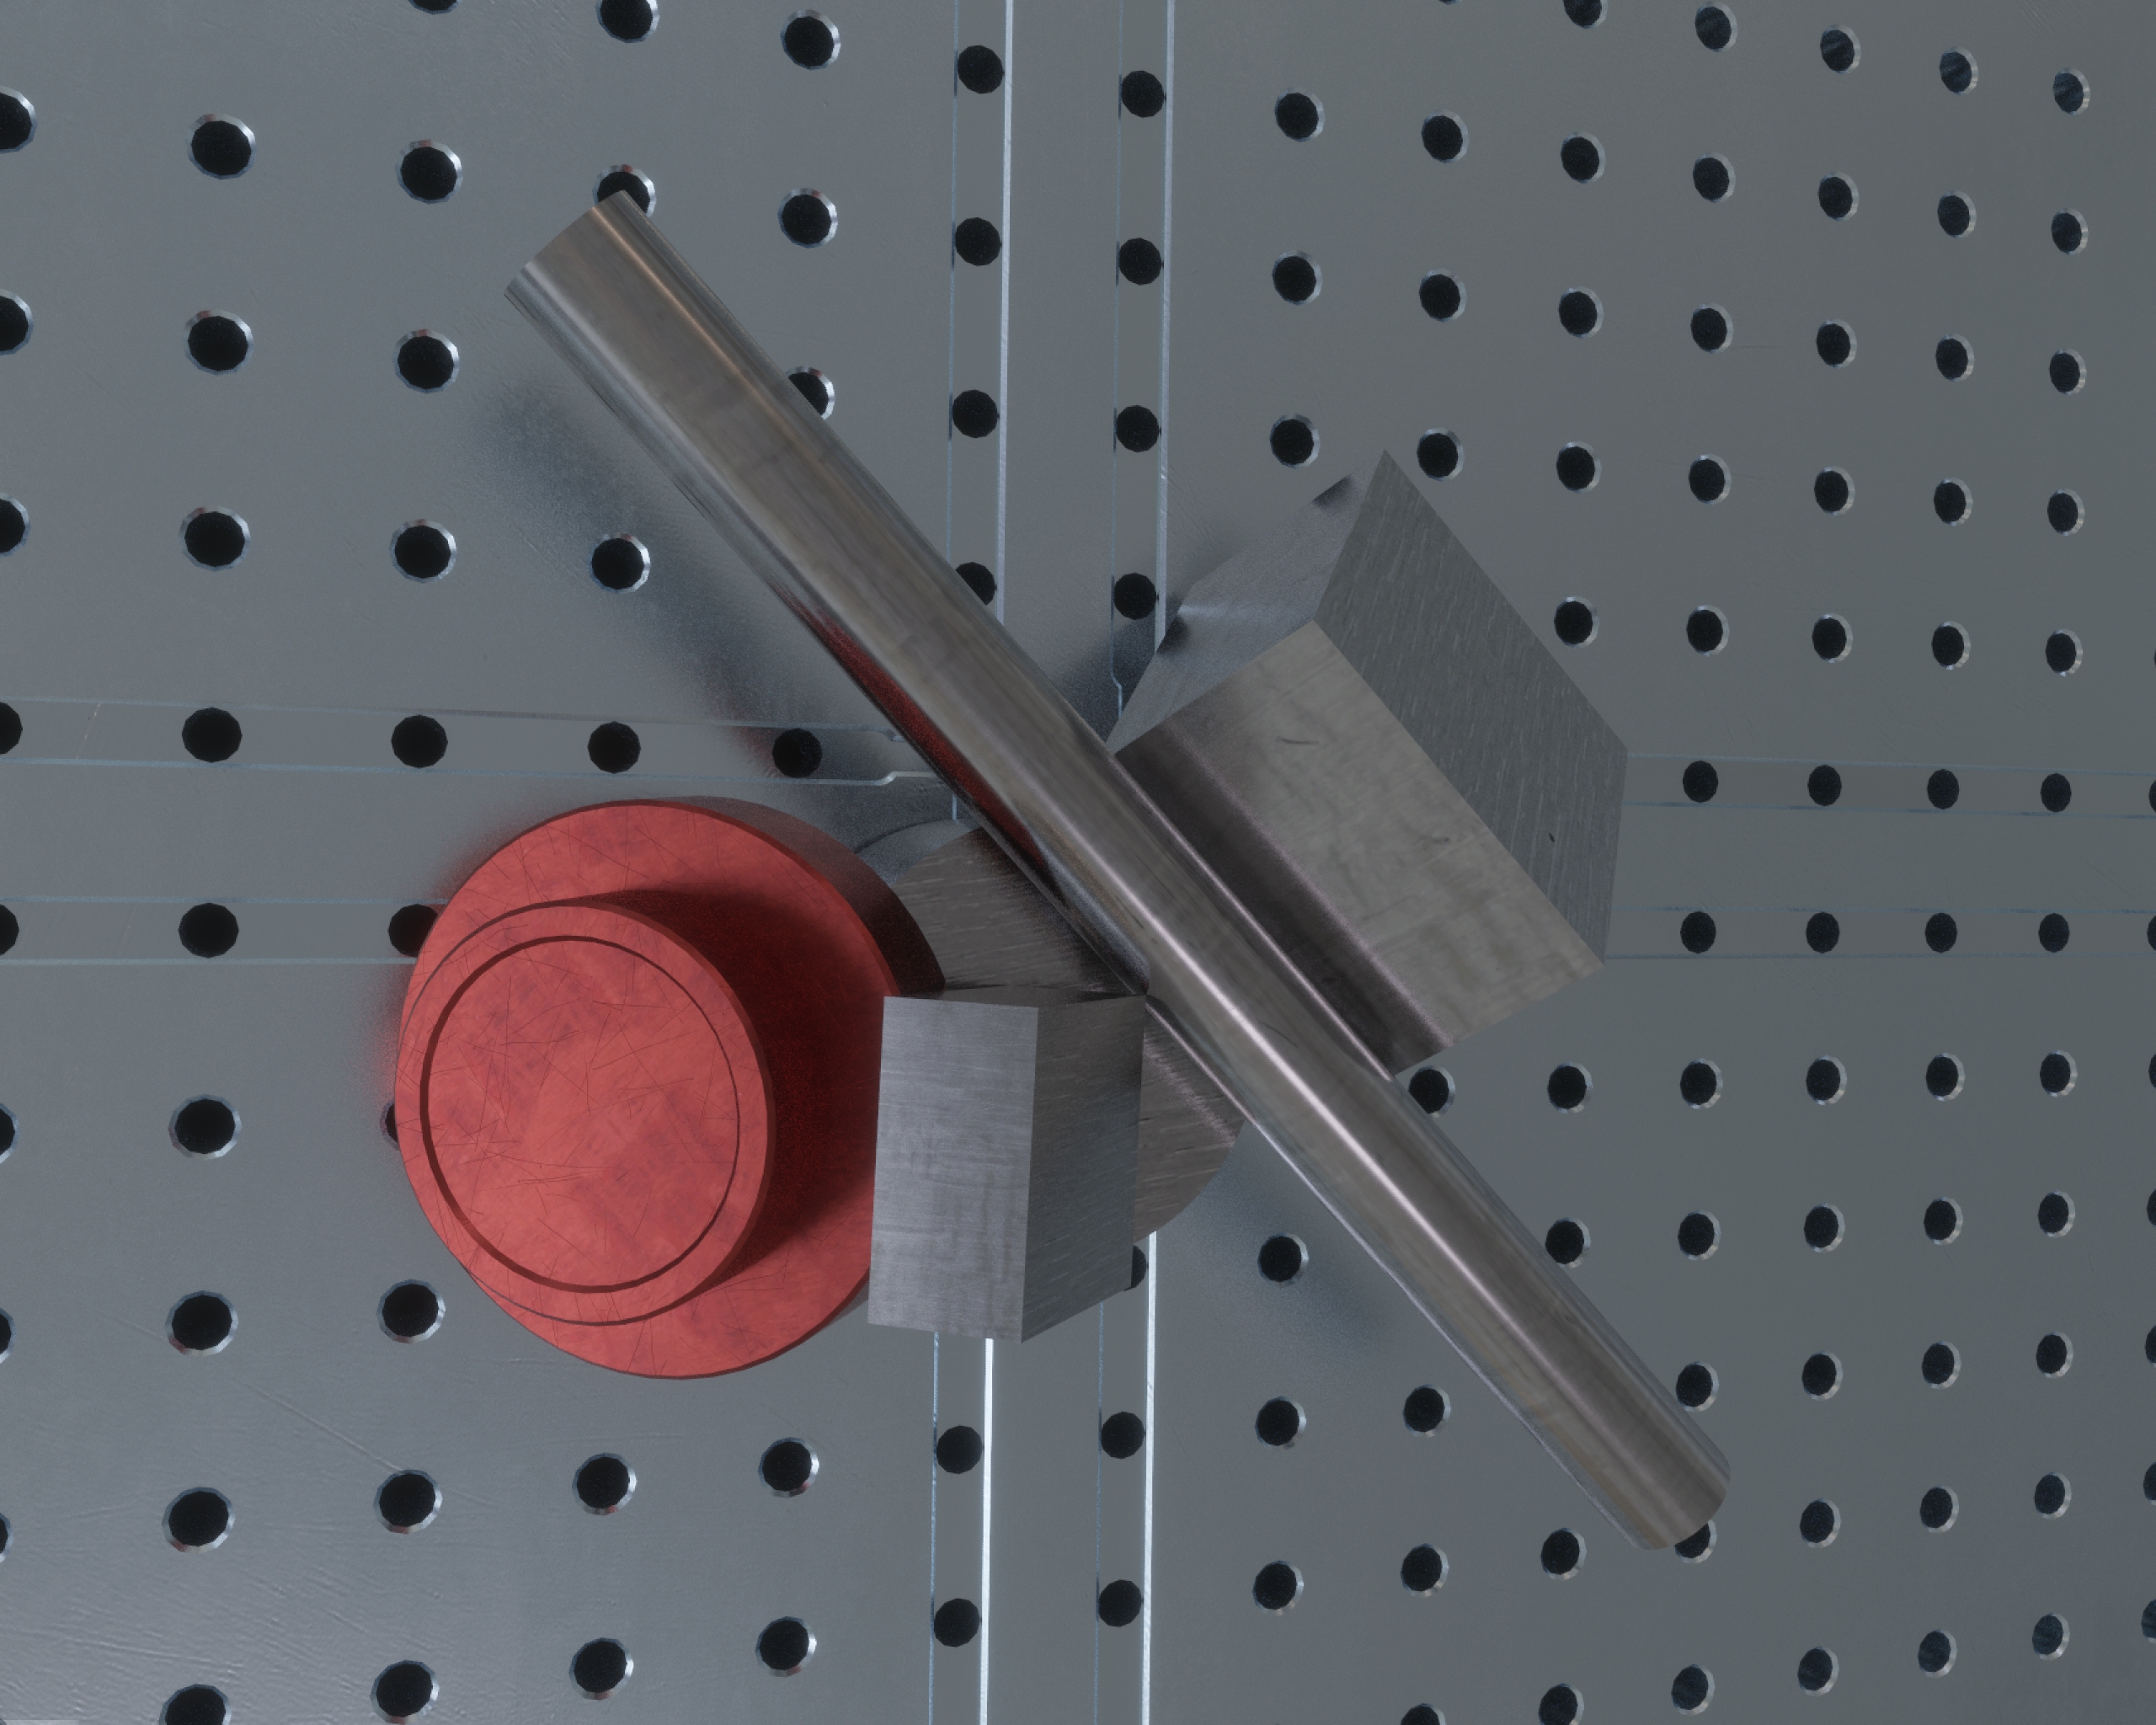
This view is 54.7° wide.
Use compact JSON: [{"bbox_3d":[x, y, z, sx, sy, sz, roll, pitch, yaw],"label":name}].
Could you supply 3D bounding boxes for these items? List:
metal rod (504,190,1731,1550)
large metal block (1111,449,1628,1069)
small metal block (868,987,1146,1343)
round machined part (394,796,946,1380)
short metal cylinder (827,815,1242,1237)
[{"bbox_3d":[0.017,0.012,0.362,0.025,0.025,0.300,-45,104,-14],"label":"metal rod"},{"bbox_3d":[0.057,-0.020,0.394,0.080,0.050,0.080,48,32,-14],"label":"large metal block"},{"bbox_3d":[-0.010,0.046,0.336,0.025,0.050,0.050,3,89,20],"label":"small metal block"},{"bbox_3d":[-0.072,0.038,0.346,0.098,0.042,0.097,1,94,18],"label":"round machined part"},{"bbox_3d":[-0.013,0.031,0.390,0.081,0.050,0.079,0,90,-20],"label":"short metal cylinder"}]
